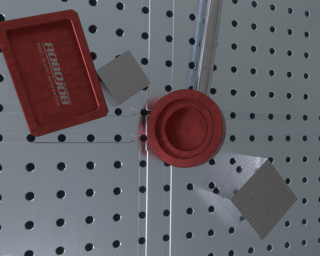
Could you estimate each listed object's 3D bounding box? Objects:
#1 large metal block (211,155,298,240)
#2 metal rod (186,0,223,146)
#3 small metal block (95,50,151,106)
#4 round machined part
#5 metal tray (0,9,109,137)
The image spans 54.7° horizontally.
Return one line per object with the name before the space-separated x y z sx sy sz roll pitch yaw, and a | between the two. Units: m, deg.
large metal block | 0.137 0.098 0.450 0.080 0.050 0.080 -43 104 -15
metal rod | 0.067 -0.115 0.437 0.025 0.025 0.298 9 87 -20
small metal block | -0.049 -0.063 0.395 0.050 0.025 0.050 -37 102 -16
round machined part | 0.036 0.002 0.399 0.098 0.042 0.097 -3 83 22
metal tray | -0.124 -0.064 0.364 0.091 0.030 0.129 -19 97 -19
